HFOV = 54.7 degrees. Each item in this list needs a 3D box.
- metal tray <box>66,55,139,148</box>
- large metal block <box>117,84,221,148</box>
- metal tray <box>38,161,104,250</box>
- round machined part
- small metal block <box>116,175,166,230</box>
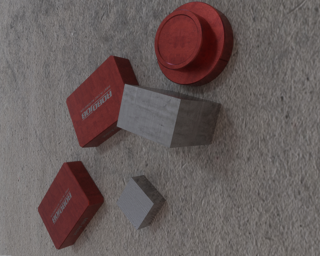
[{"bbox_3d":[-0.086,-0.036,0.470,0.130,0.030,0.090,-34,69,34],"label":"metal tray"},{"bbox_3d":[0.011,-0.015,0.358,0.080,0.081,0.050,20,103,38],"label":"large metal block"},{"bbox_3d":[-0.155,0.131,0.527,0.090,0.030,0.129,50,119,28],"label":"metal tray"},{"bbox_3d":[0.032,-0.100,0.366,0.098,0.042,0.097,0,90,39],"label":"round machined part"},{"bbox_3d":[-0.027,0.101,0.425,0.050,0.025,0.050,44,116,31],"label":"small metal block"}]
